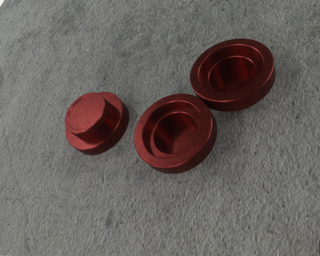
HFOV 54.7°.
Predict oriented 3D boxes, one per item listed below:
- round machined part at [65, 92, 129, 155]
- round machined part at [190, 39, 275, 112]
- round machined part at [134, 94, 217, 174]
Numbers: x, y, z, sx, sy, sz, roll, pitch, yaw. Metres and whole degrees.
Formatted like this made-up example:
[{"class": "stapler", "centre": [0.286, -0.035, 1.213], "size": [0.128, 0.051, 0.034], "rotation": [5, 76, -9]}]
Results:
[{"class": "round machined part", "centre": [-0.098, -0.013, 0.453], "size": [0.098, 0.042, 0.098], "rotation": [-13, 56, 21]}, {"class": "round machined part", "centre": [0.090, -0.059, 0.380], "size": [0.098, 0.042, 0.098], "rotation": [-13, 53, 18]}, {"class": "round machined part", "centre": [0.022, 0.010, 0.375], "size": [0.098, 0.042, 0.098], "rotation": [-13, 56, 21]}]
